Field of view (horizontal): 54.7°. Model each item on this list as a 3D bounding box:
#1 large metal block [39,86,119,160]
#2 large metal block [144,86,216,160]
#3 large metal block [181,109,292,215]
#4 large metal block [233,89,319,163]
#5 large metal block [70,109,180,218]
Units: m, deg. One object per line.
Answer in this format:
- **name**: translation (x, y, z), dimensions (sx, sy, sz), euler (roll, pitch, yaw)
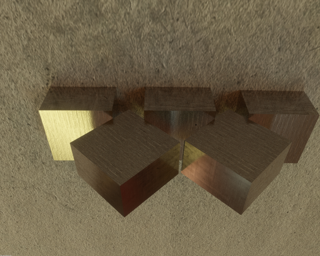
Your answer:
- **large metal block**: translation (-0.094, -0.005, 0.387), dimensions (0.081, 0.050, 0.079), euler (0, 130, -1)
- **large metal block**: translation (0.022, -0.005, 0.389), dimensions (0.081, 0.050, 0.079), euler (1, 130, -1)
- **large metal block**: translation (0.081, 0.033, 0.339), dimensions (0.080, 0.081, 0.050), euler (33, 138, 32)
- **large metal block**: translation (0.139, -0.001, 0.394), dimensions (0.081, 0.050, 0.079), euler (1, 130, -2)
- **large metal block**: translation (-0.036, 0.034, 0.335), dimensions (0.081, 0.080, 0.050), euler (-34, 141, -33)
